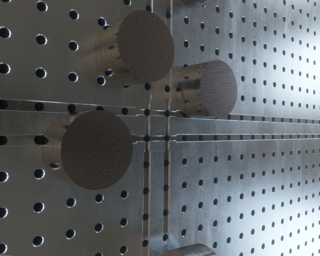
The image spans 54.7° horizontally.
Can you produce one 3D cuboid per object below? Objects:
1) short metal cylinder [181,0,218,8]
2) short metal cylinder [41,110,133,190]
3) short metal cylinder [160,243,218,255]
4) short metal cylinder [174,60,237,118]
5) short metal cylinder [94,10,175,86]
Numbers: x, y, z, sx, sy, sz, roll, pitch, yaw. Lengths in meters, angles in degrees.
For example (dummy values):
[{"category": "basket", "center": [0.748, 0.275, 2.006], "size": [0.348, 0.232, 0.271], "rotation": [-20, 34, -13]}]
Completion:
[{"category": "short metal cylinder", "center": [0.062, -0.220, 0.444], "size": [0.081, 0.050, 0.079], "rotation": [0, 90, -40]}, {"category": "short metal cylinder", "center": [-0.076, 0.022, 0.329], "size": [0.081, 0.050, 0.079], "rotation": [0, 90, -40]}, {"category": "short metal cylinder", "center": [0.039, 0.198, 0.406], "size": [0.050, 0.080, 0.080], "rotation": [6, 86, -40]}, {"category": "short metal cylinder", "center": [0.067, -0.054, 0.448], "size": [0.081, 0.050, 0.079], "rotation": [0, 90, -40]}, {"category": "short metal cylinder", "center": [-0.029, -0.092, 0.368], "size": [0.081, 0.050, 0.079], "rotation": [0, 90, -40]}]
